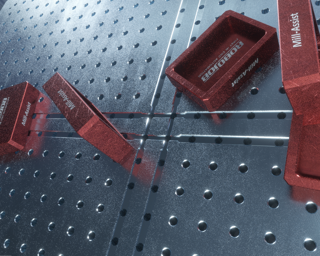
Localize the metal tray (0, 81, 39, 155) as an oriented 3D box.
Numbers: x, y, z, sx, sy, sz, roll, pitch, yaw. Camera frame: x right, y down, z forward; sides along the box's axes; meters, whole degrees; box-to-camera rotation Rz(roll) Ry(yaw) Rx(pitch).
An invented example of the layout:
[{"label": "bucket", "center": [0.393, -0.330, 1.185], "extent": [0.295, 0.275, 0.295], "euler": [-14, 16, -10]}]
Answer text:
[{"label": "metal tray", "center": [-0.277, -0.016, 0.562], "extent": [0.090, 0.030, 0.130], "euler": [-13, 56, 21]}]

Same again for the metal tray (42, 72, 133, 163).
[{"label": "metal tray", "center": [-0.101, -0.016, 0.430], "extent": [0.030, 0.090, 0.130], "euler": [-45, 51, -3]}]

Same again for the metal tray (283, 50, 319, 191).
[{"label": "metal tray", "center": [0.172, -0.005, 0.285], "extent": [0.090, 0.030, 0.129], "euler": [8, 90, 31]}]

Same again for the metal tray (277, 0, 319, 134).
[{"label": "metal tray", "center": [0.151, -0.069, 0.320], "extent": [0.030, 0.090, 0.130], "euler": [-12, 51, 32]}]

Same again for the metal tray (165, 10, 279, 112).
[{"label": "metal tray", "center": [0.082, -0.094, 0.419], "extent": [0.130, 0.030, 0.090], "euler": [-45, 51, -3]}]
